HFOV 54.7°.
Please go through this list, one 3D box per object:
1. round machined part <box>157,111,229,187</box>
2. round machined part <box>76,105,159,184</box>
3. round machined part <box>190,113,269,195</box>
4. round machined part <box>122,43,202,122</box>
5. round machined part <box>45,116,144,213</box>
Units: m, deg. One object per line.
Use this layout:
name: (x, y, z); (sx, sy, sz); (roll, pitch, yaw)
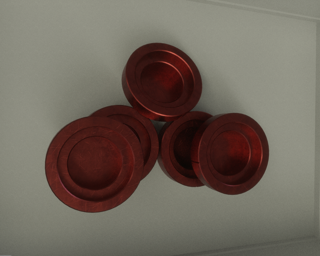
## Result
round machined part: (0.040, 0.027, 0.415); (0.099, 0.042, 0.097); (0, 90, -20)
round machined part: (-0.054, 0.022, 0.380); (0.099, 0.042, 0.097); (0, 90, -20)
round machined part: (0.082, 0.031, 0.386); (0.099, 0.042, 0.097); (0, 90, -20)
round machined part: (0.000, -0.053, 0.389); (0.099, 0.042, 0.098); (7, 70, -19)
round machined part: (-0.070, 0.036, 0.330); (0.099, 0.042, 0.097); (0, 90, -20)
